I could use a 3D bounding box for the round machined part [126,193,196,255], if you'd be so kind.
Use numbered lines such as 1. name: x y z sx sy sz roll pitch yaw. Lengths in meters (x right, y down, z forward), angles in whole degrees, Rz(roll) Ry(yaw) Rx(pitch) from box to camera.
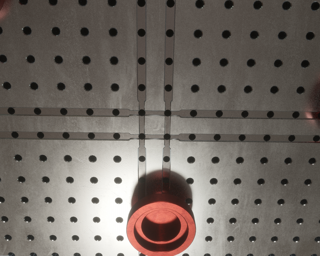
1. round machined part: 0.001 0.138 0.455 0.099 0.042 0.097 0 110 -1

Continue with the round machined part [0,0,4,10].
1. round machined part: -0.229 -0.164 0.340 0.099 0.042 0.097 0 110 -1
